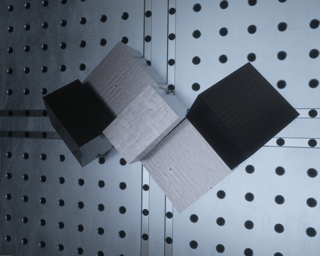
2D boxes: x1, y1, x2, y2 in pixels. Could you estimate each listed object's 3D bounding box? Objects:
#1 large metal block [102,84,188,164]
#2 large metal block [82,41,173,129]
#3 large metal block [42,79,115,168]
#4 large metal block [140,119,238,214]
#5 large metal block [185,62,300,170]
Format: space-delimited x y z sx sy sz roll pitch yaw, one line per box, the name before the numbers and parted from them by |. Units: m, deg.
large metal block | -0.011 -0.004 0.387 0.080 0.080 0.050 -44 78 15
large metal block | -0.045 -0.054 0.415 0.080 0.050 0.080 -44 77 16
large metal block | -0.106 -0.004 0.414 0.050 0.080 0.080 -34 76 -23
large metal block | 0.036 0.045 0.386 0.080 0.050 0.080 -43 75 15
large metal block | 0.090 -0.014 0.345 0.080 0.050 0.080 -34 76 -24
